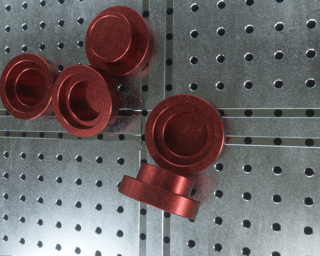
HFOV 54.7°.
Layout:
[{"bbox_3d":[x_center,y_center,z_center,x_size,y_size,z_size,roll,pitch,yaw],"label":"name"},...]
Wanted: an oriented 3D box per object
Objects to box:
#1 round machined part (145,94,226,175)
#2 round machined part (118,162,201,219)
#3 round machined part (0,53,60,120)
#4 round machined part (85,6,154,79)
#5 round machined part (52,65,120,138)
[{"bbox_3d":[0.034,0.008,0.391,0.098,0.042,0.097,0,90,19],"label":"round machined part"},{"bbox_3d":[0.003,0.073,0.375,0.098,0.098,0.042,17,80,19],"label":"round machined part"},{"bbox_3d":[-0.188,-0.060,0.468,0.098,0.042,0.097,0,90,19],"label":"round machined part"},{"bbox_3d":[-0.061,-0.119,0.424,0.098,0.042,0.097,0,90,19],"label":"round machined part"},{"bbox_3d":[-0.097,-0.038,0.431,0.098,0.042,0.097,4,101,24],"label":"round machined part"}]
